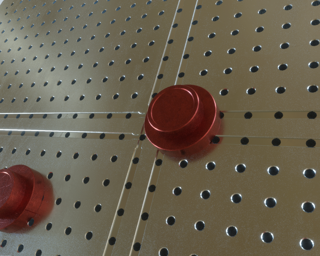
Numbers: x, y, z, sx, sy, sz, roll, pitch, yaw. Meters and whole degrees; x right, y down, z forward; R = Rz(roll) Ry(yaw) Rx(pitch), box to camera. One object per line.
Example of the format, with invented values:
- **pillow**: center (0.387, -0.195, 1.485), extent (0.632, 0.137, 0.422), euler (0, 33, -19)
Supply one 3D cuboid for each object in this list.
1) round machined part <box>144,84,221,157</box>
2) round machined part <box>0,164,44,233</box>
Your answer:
- **round machined part**: center (0.023, -0.016, 0.394), extent (0.098, 0.042, 0.098), euler (-13, 56, 20)
- **round machined part**: center (-0.223, 0.098, 0.451), extent (0.098, 0.042, 0.098), euler (-13, 56, 20)
